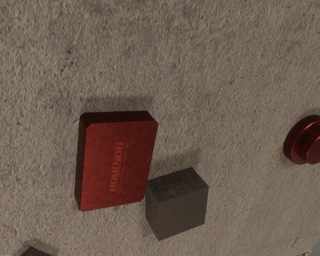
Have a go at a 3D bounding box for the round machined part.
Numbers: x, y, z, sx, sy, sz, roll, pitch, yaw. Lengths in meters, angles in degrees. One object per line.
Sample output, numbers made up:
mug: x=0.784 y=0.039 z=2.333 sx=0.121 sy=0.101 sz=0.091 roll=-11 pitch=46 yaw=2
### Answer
round machined part: x=0.281 y=0.028 z=0.570 sx=0.099 sy=0.042 sz=0.097 roll=-14 pitch=125 yaw=-21

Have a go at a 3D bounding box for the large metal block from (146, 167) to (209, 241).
large metal block: x=0.024 y=0.116 z=0.478 sx=0.081 sy=0.050 sz=0.079 roll=-13 pitch=124 yaw=-22

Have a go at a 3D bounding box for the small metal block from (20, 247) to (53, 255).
small metal block: x=-0.179 y=0.201 z=0.434 sx=0.050 sy=0.025 sz=0.050 roll=-41 pitch=130 yaw=0

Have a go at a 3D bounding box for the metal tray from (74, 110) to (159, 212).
metal tray: x=-0.058 y=0.043 z=0.400 sx=0.091 sy=0.030 sz=0.129 roll=-4 pitch=120 yaw=-27
